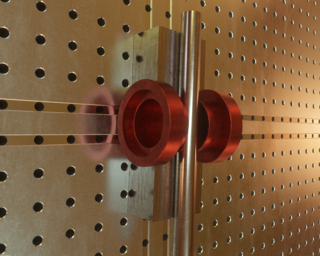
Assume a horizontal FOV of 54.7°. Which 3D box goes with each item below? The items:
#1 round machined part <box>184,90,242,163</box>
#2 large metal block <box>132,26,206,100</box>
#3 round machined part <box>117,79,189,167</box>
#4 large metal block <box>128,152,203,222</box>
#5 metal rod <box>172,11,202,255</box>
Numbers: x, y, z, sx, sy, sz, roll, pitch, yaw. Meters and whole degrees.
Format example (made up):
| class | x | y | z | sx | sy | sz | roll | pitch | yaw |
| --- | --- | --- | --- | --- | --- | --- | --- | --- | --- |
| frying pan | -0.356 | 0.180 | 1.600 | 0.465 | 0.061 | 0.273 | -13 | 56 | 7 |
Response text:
| class | x | y | z | sx | sy | sz | roll | pitch | yaw |
| --- | --- | --- | --- | --- | --- | --- | --- | --- | --- |
| round machined part | 0.057 | -0.002 | 0.409 | 0.042 | 0.098 | 0.097 | 2 | 89 | -35 |
| large metal block | 0.012 | -0.078 | 0.403 | 0.081 | 0.050 | 0.080 | 3 | 88 | -40 |
| round machined part | -0.005 | -0.005 | 0.356 | 0.042 | 0.098 | 0.097 | 3 | 89 | -40 |
| large metal block | 0.008 | 0.069 | 0.399 | 0.081 | 0.050 | 0.080 | 4 | 88 | -40 |
| metal rod | 0.033 | 0.012 | 0.371 | 0.025 | 0.025 | 0.298 | 3 | 88 | -40 |
